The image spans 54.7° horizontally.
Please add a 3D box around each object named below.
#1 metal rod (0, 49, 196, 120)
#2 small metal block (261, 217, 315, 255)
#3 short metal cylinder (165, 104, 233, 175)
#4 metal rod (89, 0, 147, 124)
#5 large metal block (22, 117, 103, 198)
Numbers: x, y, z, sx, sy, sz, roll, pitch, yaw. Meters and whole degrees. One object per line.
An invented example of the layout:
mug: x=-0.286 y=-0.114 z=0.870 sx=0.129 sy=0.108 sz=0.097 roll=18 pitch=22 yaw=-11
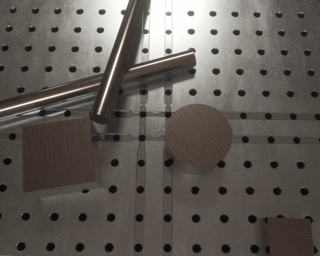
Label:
metal rod: x=-0.096 y=-0.059 z=0.432 sx=0.302 sy=0.025 sz=0.025 roll=-17 pitch=71 yaw=-7
small metal block: x=0.150 y=0.133 z=0.365 sx=0.050 sy=0.025 sz=0.050 roll=2 pitch=70 yaw=0
short metal cylinder: x=0.046 y=0.016 z=0.393 sx=0.081 sy=0.050 sz=0.080 roll=0 pitch=70 yaw=0
metal rod: x=-0.045 y=-0.141 z=0.443 sx=0.025 sy=0.025 sz=0.300 roll=11 pitch=63 yaw=3
large metal block: x=-0.119 y=0.038 z=0.383 sx=0.081 sy=0.050 sz=0.080 roll=-9 pitch=70 yaw=-4
